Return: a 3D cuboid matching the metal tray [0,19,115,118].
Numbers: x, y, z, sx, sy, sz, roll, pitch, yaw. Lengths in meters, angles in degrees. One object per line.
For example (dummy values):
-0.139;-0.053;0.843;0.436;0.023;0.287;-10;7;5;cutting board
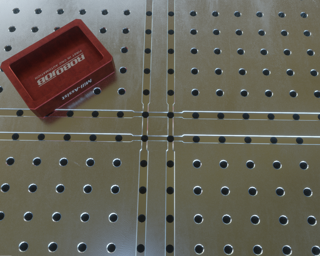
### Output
-0.142;-0.087;0.440;0.130;0.030;0.090;-36;74;-12;metal tray
